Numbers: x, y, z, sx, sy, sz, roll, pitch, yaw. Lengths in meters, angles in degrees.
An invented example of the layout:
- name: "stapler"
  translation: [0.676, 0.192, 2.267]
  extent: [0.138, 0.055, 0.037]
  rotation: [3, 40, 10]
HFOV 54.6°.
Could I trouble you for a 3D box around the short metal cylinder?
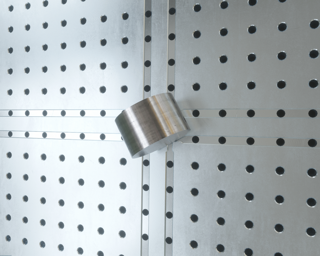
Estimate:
- name: "short metal cylinder"
  translation: [-0.009, -0.002, 0.386]
  extent: [0.080, 0.080, 0.050]
  rotation: [-30, 80, 18]
